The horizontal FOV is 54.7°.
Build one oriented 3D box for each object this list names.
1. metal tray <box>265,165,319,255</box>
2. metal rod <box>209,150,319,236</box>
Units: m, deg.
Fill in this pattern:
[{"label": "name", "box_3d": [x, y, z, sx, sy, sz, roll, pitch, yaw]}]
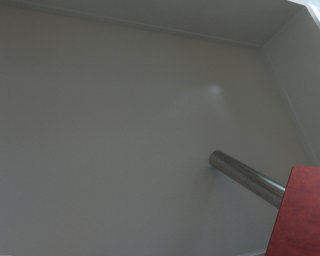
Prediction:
[{"label": "metal tray", "box_3d": [0.144, 0.082, 0.247, 0.131, 0.090, 0.030, -45, 128, -47]}, {"label": "metal rod", "box_3d": [0.147, 0.085, 0.303, 0.025, 0.300, 0.025, -10, 111, -26]}]
